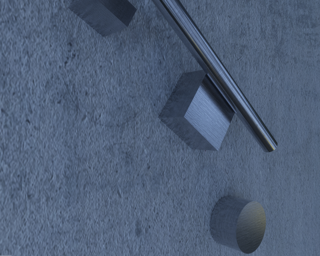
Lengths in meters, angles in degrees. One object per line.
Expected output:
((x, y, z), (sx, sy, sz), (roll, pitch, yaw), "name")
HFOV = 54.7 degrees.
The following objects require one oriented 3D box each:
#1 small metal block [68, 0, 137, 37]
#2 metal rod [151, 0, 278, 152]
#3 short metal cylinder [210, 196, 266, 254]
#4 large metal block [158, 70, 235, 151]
((-0.063, -0.130, 0.337), (0.050, 0.050, 0.025), (35, 68, -35), "small metal block")
((0.083, -0.064, 0.411), (0.300, 0.025, 0.025), (46, 63, -31), "metal rod")
((0.126, 0.153, 0.497), (0.081, 0.050, 0.079), (0, 90, -40), "short metal cylinder")
((0.056, -0.024, 0.438), (0.080, 0.050, 0.080), (43, 64, -32), "large metal block")
